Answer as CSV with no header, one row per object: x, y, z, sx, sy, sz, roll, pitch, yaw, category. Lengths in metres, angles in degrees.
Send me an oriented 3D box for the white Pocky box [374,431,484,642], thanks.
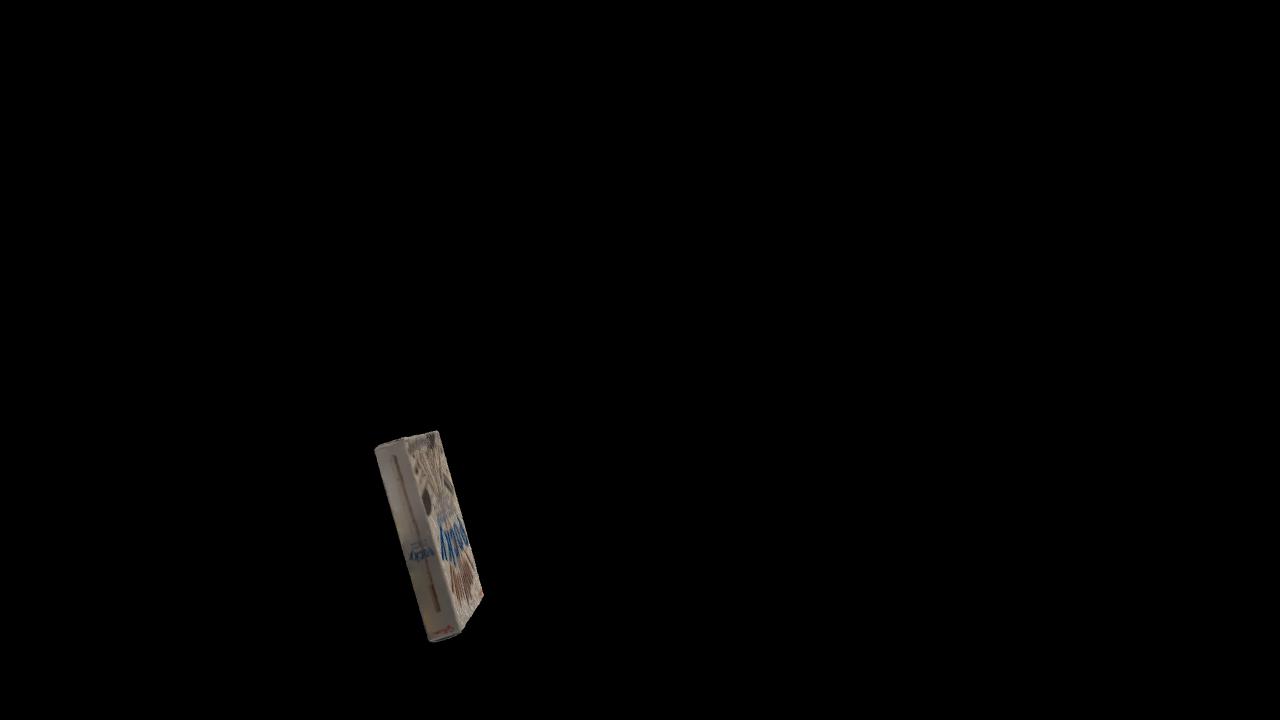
-0.168,0.136,0.500,0.028,0.154,0.084,-16,-2,-2,white Pocky box
